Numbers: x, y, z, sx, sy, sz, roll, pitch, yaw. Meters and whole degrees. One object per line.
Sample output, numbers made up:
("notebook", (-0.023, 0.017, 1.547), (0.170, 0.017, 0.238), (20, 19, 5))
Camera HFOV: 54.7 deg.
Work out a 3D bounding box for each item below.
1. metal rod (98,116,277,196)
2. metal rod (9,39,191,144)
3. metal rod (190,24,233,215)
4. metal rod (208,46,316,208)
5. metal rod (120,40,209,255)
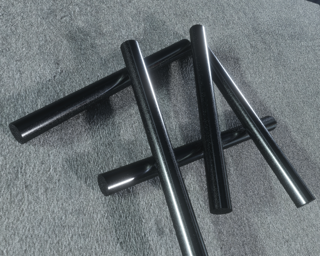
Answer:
("metal rod", (0.059, 0.027, 0.418), (0.302, 0.025, 0.025), (-16, 70, -34))
("metal rod", (-0.053, -0.064, 0.413), (0.025, 0.025, 0.302), (49, 51, 6))
("metal rod", (0.065, -0.033, 0.426), (0.025, 0.025, 0.299), (13, 55, -21))
("metal rod", (0.123, -0.024, 0.455), (0.025, 0.025, 0.299), (-8, 57, -32))
("metal rod", (0.001, 0.022, 0.357), (0.025, 0.025, 0.299), (-4, 64, -30))
